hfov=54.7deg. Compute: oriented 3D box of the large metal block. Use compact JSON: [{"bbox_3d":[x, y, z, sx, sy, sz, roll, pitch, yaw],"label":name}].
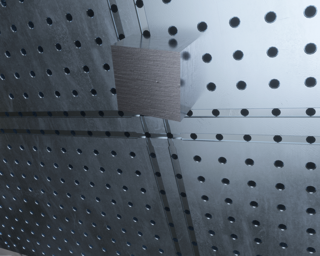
[{"bbox_3d":[-0.005,-0.060,0.359,0.080,0.050,0.079,11,123,21],"label":"large metal block"}]
